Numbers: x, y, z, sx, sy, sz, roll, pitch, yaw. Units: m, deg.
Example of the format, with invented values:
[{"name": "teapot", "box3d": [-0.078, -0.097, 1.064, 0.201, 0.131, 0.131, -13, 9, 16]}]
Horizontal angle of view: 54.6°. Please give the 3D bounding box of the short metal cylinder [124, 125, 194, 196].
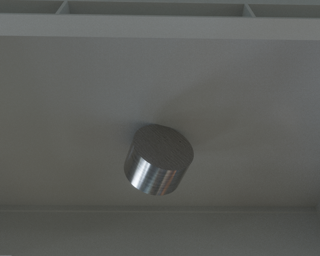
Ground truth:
[{"name": "short metal cylinder", "box3d": [-0.002, 0.041, 0.407, 0.080, 0.080, 0.050, 14, 129, -12]}]
